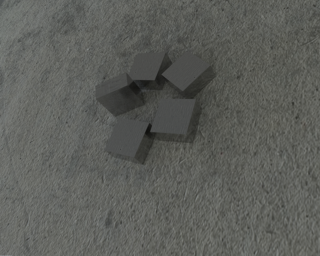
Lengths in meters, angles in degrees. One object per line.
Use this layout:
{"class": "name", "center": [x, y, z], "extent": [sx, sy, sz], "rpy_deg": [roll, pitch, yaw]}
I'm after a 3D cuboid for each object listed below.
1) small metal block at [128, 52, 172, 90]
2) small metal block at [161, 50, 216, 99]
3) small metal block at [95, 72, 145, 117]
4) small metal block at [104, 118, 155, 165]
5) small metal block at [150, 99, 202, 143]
{"class": "small metal block", "center": [-0.016, -0.085, 0.464], "extent": [0.050, 0.025, 0.050], "rpy_deg": [6, 65, 31]}
{"class": "small metal block", "center": [0.039, -0.073, 0.428], "extent": [0.050, 0.025, 0.050], "rpy_deg": [-44, 51, -2]}
{"class": "small metal block", "center": [-0.057, -0.047, 0.447], "extent": [0.050, 0.050, 0.025], "rpy_deg": [-21, 54, 16]}
{"class": "small metal block", "center": [-0.039, 0.017, 0.414], "extent": [0.050, 0.025, 0.050], "rpy_deg": [10, 67, 32]}
{"class": "small metal block", "center": [0.021, -0.010, 0.399], "extent": [0.050, 0.025, 0.050], "rpy_deg": [4, 63, 30]}
